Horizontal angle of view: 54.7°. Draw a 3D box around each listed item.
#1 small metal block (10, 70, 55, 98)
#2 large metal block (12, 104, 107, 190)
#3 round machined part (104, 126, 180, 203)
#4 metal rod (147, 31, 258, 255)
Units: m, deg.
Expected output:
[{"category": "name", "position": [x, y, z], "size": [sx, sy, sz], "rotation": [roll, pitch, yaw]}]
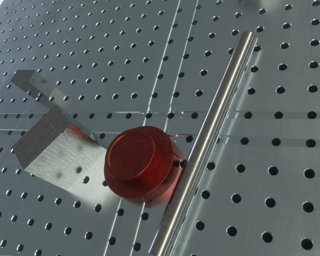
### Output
[{"category": "small metal block", "position": [-0.229, -0.080, 0.558], "size": [0.050, 0.050, 0.025], "rotation": [6, 65, 30]}, {"category": "large metal block", "position": [-0.135, 0.028, 0.424], "size": [0.080, 0.080, 0.050], "rotation": [-45, 51, -4]}, {"category": "round machined part", "position": [-0.029, 0.039, 0.387], "size": [0.098, 0.042, 0.098], "rotation": [-13, 56, 20]}, {"category": "metal rod", "position": [0.059, 0.007, 0.372], "size": [0.025, 0.025, 0.300], "rotation": [13, 68, 33]}]
